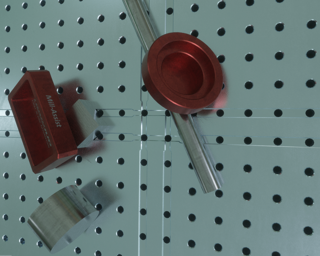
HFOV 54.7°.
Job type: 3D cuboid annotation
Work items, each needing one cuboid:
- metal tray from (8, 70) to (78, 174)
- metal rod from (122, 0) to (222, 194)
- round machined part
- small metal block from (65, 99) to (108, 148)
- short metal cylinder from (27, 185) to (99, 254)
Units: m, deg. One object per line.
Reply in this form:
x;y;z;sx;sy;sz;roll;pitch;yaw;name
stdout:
-0.173;-0.007;0.450;0.090;0.030;0.129;-29;80;42;metal tray
0.010;-0.059;0.408;0.025;0.025;0.299;-25;82;18;metal rod
0.024;-0.062;0.376;0.042;0.099;0.098;-36;74;61;round machined part
-0.113;-0.006;0.451;0.050;0.025;0.050;-42;77;14;small metal block
-0.132;0.125;0.428;0.050;0.080;0.080;44;103;14;short metal cylinder
